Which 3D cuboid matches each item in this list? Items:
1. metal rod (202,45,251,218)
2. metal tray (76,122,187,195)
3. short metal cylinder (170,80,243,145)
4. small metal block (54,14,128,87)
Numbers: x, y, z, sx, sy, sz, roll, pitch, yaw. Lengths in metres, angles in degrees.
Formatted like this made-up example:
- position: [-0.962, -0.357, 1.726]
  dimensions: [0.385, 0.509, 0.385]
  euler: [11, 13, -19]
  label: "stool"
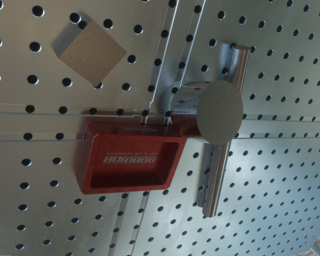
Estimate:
- position: [0.098, 0.023, 0.480]
  dimensions: [0.025, 0.025, 0.298]
  euler: [-10, 123, -23]
  label: "metal rod"
- position: [-0.037, 0.041, 0.414]
  dimensions: [0.131, 0.030, 0.089]
  euler: [3, 117, -30]
  label: "metal tray"
- position: [0.061, -0.021, 0.399]
  dimensions: [0.081, 0.050, 0.079]
  euler: [-5, 98, -35]
  label: "short metal cylinder"
- position: [-0.072, -0.080, 0.323]
  dimensions: [0.050, 0.025, 0.050]
  euler: [-47, 130, 5]
  label: "small metal block"
